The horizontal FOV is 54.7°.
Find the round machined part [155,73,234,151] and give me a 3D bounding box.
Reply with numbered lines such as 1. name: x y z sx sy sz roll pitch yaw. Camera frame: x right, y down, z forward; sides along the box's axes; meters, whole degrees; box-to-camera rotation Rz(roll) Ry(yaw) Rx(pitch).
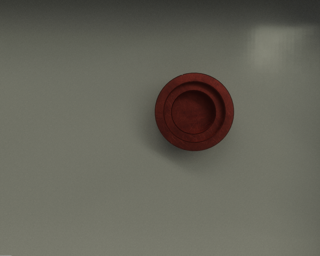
1. round machined part: 0.043 -0.020 0.404 0.099 0.042 0.097 0 90 -1
